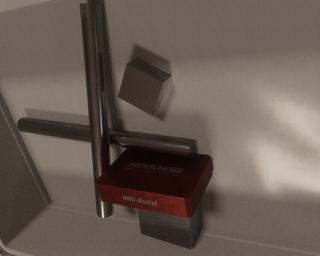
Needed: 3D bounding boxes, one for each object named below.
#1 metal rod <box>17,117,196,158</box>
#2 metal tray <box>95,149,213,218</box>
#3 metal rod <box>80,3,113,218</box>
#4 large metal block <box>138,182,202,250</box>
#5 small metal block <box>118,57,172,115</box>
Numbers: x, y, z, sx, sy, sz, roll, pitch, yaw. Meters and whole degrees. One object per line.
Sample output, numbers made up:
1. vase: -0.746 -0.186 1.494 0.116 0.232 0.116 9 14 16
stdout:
1. metal rod: -0.094 0.010 0.462 0.301 0.025 0.025 7 122 24
2. metal tray: -0.006 0.066 0.409 0.130 0.090 0.030 4 120 26
3. metal rod: -0.083 -0.008 0.418 0.025 0.025 0.298 10 115 22
4. large metal block: 0.015 0.122 0.459 0.080 0.050 0.079 9 123 23
5. small metal block: -0.020 -0.052 0.386 0.050 0.025 0.050 29 128 9
